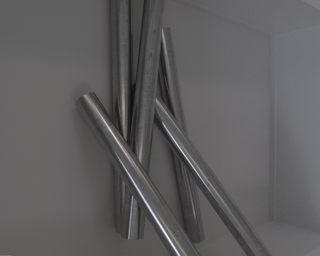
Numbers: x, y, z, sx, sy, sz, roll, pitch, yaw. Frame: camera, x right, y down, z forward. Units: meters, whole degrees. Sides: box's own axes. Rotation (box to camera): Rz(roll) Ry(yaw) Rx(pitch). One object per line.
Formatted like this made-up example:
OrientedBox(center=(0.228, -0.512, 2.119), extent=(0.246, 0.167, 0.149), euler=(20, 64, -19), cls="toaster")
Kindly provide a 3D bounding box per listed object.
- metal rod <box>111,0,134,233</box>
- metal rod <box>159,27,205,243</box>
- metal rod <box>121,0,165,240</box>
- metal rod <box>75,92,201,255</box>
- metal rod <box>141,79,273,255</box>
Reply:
OrientedBox(center=(-0.044, -0.027, 0.369), extent=(0.025, 0.025, 0.298), euler=(-2, 91, -40), cls="metal rod")
OrientedBox(center=(0.027, 0.016, 0.428), extent=(0.025, 0.025, 0.298), euler=(-17, 101, -39), cls="metal rod")
OrientedBox(center=(-0.018, -0.027, 0.358), extent=(0.025, 0.025, 0.298), euler=(9, 84, -40), cls="metal rod")
OrientedBox(center=(0.001, 0.091, 0.317), extent=(0.025, 0.025, 0.299), euler=(-27, 79, -37), cls="metal rod")
OrientedBox(center=(0.059, 0.067, 0.376), extent=(0.025, 0.025, 0.299), euler=(-32, 85, -35), cls="metal rod")
